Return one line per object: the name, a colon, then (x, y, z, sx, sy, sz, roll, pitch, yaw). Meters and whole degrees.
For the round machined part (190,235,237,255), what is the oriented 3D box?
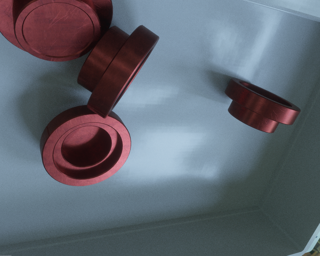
round machined part: (0.098, 0.250, 0.608, 0.099, 0.042, 0.097, -14, 124, -21)

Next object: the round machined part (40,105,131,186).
round machined part: (-0.087, 0.016, 0.359, 0.099, 0.042, 0.097, -14, 126, -20)

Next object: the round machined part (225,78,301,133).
round machined part: (0.132, -0.027, 0.416, 0.099, 0.098, 0.042, 10, 113, -33)

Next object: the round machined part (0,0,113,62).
round machined part: (-0.089, -0.095, 0.265, 0.099, 0.042, 0.098, -15, 150, -9)

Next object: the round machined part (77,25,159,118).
round machined part: (-0.046, -0.061, 0.308, 0.042, 0.098, 0.098, 34, 101, -7)
